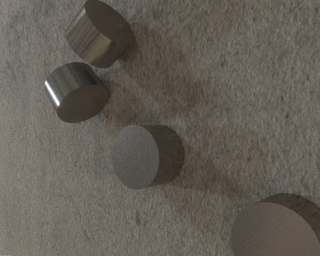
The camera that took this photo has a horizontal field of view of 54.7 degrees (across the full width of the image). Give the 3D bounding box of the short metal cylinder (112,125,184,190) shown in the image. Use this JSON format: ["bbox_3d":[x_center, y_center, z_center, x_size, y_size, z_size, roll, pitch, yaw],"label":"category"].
[{"bbox_3d":[-0.016,0.036,0.400,0.080,0.050,0.079,0,90,39],"label":"short metal cylinder"}]

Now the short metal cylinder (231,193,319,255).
[{"bbox_3d":[0.115,0.106,0.293,0.080,0.050,0.079,0,90,39],"label":"short metal cylinder"}]

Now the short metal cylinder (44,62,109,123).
[{"bbox_3d":[-0.126,-0.053,0.471,0.080,0.081,0.050,-50,61,28],"label":"short metal cylinder"}]

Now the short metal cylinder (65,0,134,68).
[{"bbox_3d":[-0.084,-0.132,0.436,0.050,0.081,0.080,-38,67,33],"label":"short metal cylinder"}]
